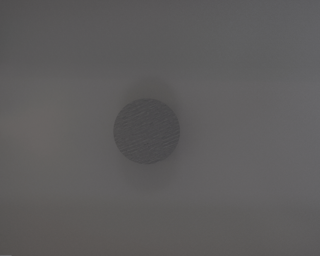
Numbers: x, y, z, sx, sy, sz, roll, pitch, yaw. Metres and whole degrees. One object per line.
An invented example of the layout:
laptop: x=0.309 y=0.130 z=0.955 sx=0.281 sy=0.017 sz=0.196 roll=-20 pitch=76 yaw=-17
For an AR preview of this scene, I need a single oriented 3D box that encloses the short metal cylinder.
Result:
short metal cylinder: x=-0.016 y=0.004 z=0.399 sx=0.080 sy=0.050 sz=0.080 roll=0 pitch=90 yaw=0
